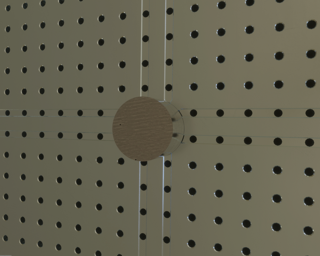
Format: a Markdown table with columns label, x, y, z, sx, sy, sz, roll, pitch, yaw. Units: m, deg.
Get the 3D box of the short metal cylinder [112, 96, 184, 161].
| label | x | y | z | sx | sy | sz | roll | pitch | yaw |
| --- | --- | --- | --- | --- | --- | --- | --- | --- | --- |
| short metal cylinder | -0.014 | 0.001 | 0.403 | 0.080 | 0.050 | 0.079 | 0 | 90 | 19 |
